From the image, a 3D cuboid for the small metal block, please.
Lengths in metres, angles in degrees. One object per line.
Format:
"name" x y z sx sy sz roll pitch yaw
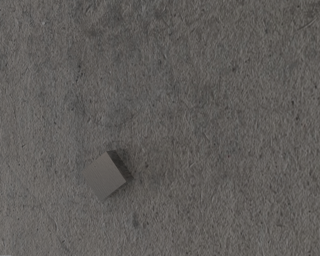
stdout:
"small metal block" -0.074 0.067 0.436 0.050 0.025 0.050 -39 78 16
